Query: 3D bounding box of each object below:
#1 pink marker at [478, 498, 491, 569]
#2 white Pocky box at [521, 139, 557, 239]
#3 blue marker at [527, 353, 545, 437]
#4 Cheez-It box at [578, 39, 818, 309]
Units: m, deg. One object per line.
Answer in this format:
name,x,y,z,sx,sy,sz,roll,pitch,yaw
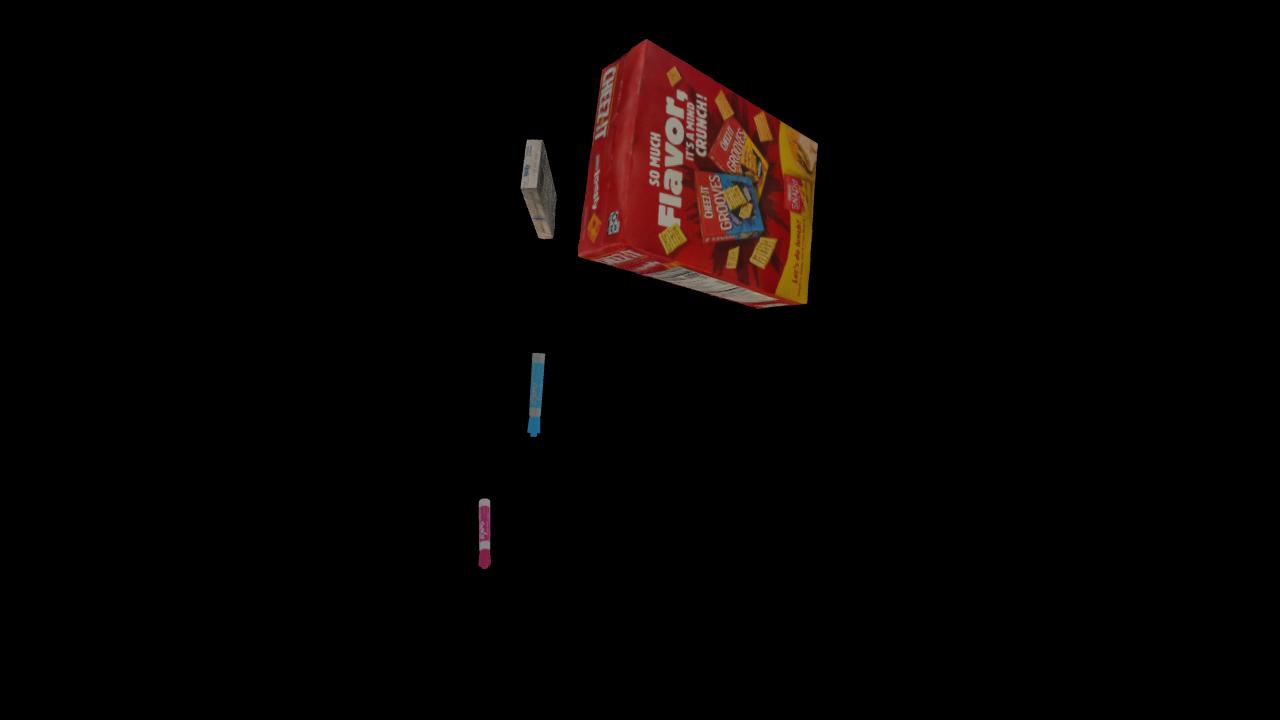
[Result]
pink marker,-0.249,0.278,0.986,0.020,0.020,0.121,0,43,-15
white Pocky box,-0.153,-0.260,0.950,0.028,0.084,0.154,2,-16,1
blue marker,-0.150,0.051,0.891,0.020,0.121,0.020,3,-5,0
Cheez-It box,0.062,-0.147,0.547,0.223,0.166,0.071,10,-8,-37
